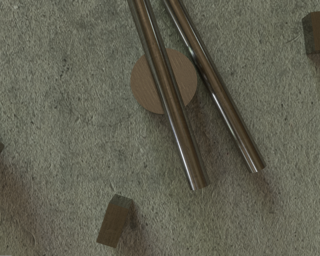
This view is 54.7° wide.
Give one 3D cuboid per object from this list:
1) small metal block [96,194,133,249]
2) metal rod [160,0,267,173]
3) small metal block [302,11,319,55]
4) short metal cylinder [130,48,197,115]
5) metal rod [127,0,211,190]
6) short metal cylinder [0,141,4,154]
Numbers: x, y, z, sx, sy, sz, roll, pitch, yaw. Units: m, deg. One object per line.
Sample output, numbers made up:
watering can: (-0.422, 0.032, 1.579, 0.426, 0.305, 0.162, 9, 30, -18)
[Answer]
small metal block: (-0.057, 0.117, 0.397, 0.025, 0.050, 0.050, 18, 90, 0)
metal rod: (0.061, -0.079, 0.410, 0.025, 0.025, 0.299, -27, 90, 0)
small metal block: (0.222, -0.128, 0.412, 0.050, 0.025, 0.050, -7, 90, 0)
short metal cylinder: (0.005, -0.057, 0.397, 0.081, 0.050, 0.079, 0, 90, 0)
metal rod: (-0.001, -0.074, 0.359, 0.025, 0.025, 0.298, -18, 90, 0)
short metal cylinder: (-0.244, 0.027, 0.380, 0.080, 0.080, 0.050, -42, 90, 0)
